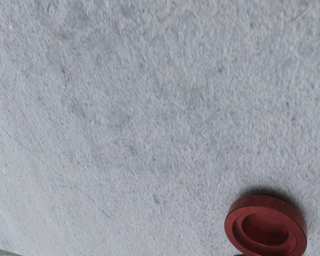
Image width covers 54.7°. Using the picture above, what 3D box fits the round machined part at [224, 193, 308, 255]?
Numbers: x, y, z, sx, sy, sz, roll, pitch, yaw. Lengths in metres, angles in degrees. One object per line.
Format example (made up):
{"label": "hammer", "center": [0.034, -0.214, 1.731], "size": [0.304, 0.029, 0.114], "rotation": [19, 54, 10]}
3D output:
{"label": "round machined part", "center": [0.137, 0.124, 0.400], "size": [0.098, 0.042, 0.097], "rotation": [13, 124, 20]}
